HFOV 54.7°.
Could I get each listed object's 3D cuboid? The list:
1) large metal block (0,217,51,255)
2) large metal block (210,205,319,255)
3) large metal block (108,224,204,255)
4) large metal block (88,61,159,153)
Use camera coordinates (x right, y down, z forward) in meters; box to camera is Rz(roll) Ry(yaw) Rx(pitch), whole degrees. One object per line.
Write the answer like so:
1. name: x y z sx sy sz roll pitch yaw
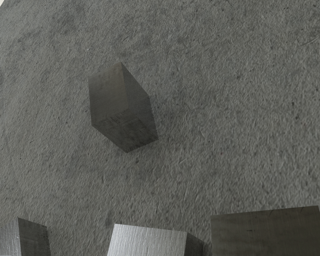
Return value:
1. large metal block: -0.183 0.171 0.379 0.080 0.050 0.080 -33 52 6
2. large metal block: 0.094 0.104 0.256 0.080 0.080 0.050 -12 57 21
3. large metal block: -0.007 0.144 0.303 0.080 0.050 0.080 -3 60 27
4. large metal block: -0.048 -0.025 0.409 0.050 0.080 0.080 -24 53 14
